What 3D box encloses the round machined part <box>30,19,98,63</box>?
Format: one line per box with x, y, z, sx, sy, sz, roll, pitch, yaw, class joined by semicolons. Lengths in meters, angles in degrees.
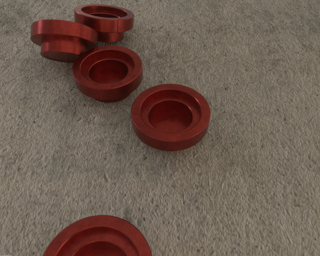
-0.146;-0.128;0.475;0.099;0.098;0.042;3;89;2;round machined part

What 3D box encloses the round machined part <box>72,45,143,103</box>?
-0.074;-0.075;0.455;0.099;0.042;0.098;0;50;0;round machined part

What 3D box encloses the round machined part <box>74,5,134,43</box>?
-0.095;-0.177;0.528;0.099;0.042;0.098;6;33;-4;round machined part

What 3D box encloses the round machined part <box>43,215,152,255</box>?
-0.055;0.133;0.280;0.099;0.042;0.098;0;50;0;round machined part

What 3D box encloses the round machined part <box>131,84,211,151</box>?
0.013;-0.009;0.400;0.099;0.042;0.098;0;50;0;round machined part
